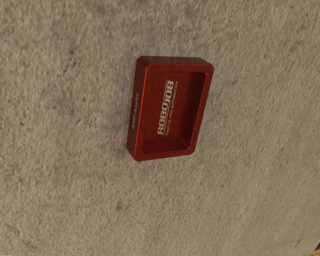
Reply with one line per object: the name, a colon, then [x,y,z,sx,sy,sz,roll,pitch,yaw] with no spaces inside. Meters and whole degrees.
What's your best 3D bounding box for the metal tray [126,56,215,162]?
metal tray: [0.011,-0.023,0.394,0.091,0.030,0.129,-5,121,-26]
